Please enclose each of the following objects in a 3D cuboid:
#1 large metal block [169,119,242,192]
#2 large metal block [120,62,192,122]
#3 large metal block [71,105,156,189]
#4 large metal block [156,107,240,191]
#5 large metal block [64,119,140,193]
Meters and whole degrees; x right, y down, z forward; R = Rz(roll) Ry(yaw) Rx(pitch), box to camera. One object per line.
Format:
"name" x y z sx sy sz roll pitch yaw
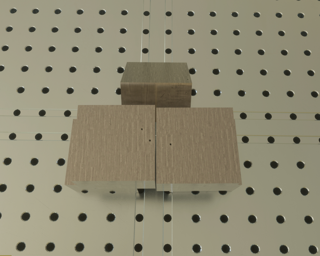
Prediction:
"large metal block" 0.051 0.036 0.385 0.081 0.050 0.080 -1 70 -1
"large metal block" -0.004 -0.048 0.394 0.081 0.050 0.080 0 28 -1
"large metal block" -0.045 0.022 0.334 0.081 0.050 0.080 0 70 -1
"large metal block" 0.036 0.024 0.335 0.081 0.050 0.080 0 70 -1
"large metal block" -0.066 0.036 0.385 0.081 0.050 0.080 1 70 0
